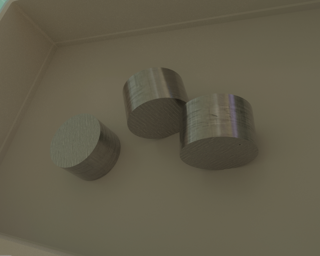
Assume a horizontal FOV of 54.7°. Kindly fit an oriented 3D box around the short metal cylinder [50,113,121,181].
[{"bbox_3d":[-0.102,0.027,0.427,0.080,0.050,0.080,-13,56,21],"label":"short metal cylinder"}]

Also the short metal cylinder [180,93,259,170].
[{"bbox_3d":[0.061,0.007,0.334,0.080,0.080,0.050,-12,57,22],"label":"short metal cylinder"}]

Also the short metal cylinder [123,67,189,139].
[{"bbox_3d":[-0.004,-0.030,0.391,0.080,0.080,0.050,-23,53,14],"label":"short metal cylinder"}]
